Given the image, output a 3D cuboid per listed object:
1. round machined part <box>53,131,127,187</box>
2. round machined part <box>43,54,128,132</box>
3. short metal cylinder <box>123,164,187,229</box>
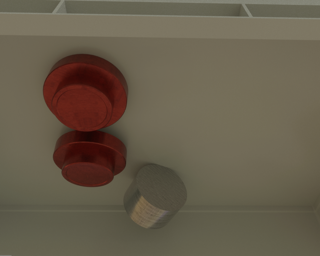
[{"bbox_3d":[-0.096,0.048,0.425,0.099,0.042,0.097,0,143,0],"label":"round machined part"},{"bbox_3d":[-0.088,-0.034,0.368,0.099,0.042,0.097,-1,130,0],"label":"round machined part"},{"bbox_3d":[-0.007,0.101,0.459,0.080,0.080,0.050,20,127,-16],"label":"short metal cylinder"}]
